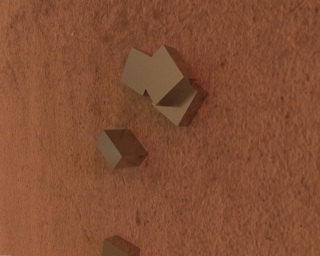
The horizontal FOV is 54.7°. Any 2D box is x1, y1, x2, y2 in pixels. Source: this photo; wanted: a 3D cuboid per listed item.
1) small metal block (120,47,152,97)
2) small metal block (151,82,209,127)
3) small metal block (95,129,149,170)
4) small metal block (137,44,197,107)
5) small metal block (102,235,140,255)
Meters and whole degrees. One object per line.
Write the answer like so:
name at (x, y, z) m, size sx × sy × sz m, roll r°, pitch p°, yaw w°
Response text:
small metal block at (-0.022, -0.076, 0.421) m, size 0.050 × 0.025 × 0.050 m, roll 35°, pitch 111°, yaw 34°
small metal block at (0.024, -0.036, 0.384) m, size 0.050 × 0.025 × 0.050 m, roll 42°, pitch 115°, yaw 31°
small metal block at (-0.053, 0.028, 0.430) m, size 0.050 × 0.050 × 0.025 m, roll 50°, pitch 120°, yaw 28°
small metal block at (0.007, -0.061, 0.365) m, size 0.050 × 0.025 × 0.050 m, roll -43°, pitch 64°, yaw 31°
small metal block at (-0.059, 0.192, 0.451) m, size 0.050 × 0.025 × 0.050 m, roll 14°, pitch 99°, yaw 39°
